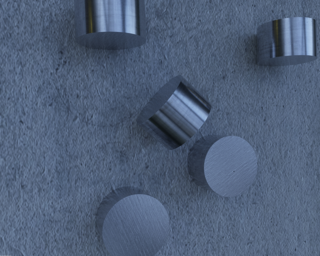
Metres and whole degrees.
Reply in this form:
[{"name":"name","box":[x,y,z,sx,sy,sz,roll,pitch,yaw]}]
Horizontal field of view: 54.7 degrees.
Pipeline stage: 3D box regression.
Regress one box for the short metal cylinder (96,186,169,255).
[{"name":"short metal cylinder","box":[-0.035,0.117,0.383,0.081,0.050,0.080,0,90,-20]}]

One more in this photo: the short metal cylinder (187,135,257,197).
[{"name":"short metal cylinder","box":[0.085,0.050,0.427,0.081,0.050,0.080,0,90,-20]}]

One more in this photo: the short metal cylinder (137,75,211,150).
[{"name":"short metal cylinder","box":[0.017,-0.019,0.386,0.050,0.080,0.080,41,77,-16]}]

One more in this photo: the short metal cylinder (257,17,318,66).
[{"name":"short metal cylinder","box":[0.182,-0.121,0.446,0.081,0.080,0.050,-2,91,-20]}]

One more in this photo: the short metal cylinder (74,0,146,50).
[{"name":"short metal cylinder","box":[-0.057,-0.125,0.358,0.081,0.080,0.050,-2,91,-20]}]
